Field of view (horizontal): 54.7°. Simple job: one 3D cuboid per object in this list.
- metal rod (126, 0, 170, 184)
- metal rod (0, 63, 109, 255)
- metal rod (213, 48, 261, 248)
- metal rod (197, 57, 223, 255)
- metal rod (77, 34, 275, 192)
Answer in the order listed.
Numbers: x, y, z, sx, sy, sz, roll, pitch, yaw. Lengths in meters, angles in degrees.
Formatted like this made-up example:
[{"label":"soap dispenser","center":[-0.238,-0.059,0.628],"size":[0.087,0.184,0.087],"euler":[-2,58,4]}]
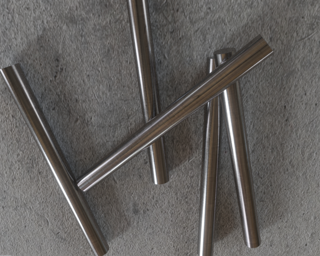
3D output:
[{"label":"metal rod","center":[-0.016,-0.066,0.385],"size":[0.025,0.025,0.298],"euler":[-6,110,2]},{"label":"metal rod","center":[-0.138,0.057,0.429],"size":[0.025,0.025,0.298],"euler":[-18,109,6]},{"label":"metal rod","center":[0.107,0.044,0.412],"size":[0.025,0.025,0.298],"euler":[-13,115,4]},{"label":"metal rod","center":[0.070,0.054,0.430],"size":[0.025,0.025,0.298],"euler":[0,110,0]},{"label":"metal rod","center":[0.001,-0.003,0.376],"size":[0.299,0.025,0.025],"euler":[-37,107,25]}]
